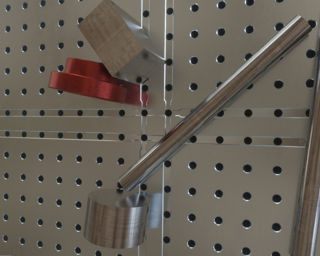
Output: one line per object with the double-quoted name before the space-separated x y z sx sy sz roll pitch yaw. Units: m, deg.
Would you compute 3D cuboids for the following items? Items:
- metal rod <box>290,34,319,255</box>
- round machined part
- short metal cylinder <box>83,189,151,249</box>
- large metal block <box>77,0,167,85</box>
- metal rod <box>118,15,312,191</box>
"metal rod" 0.179 0.009 0.349 0.025 0.025 0.298 7 92 19
"round machined part" -0.091 -0.063 0.405 0.098 0.098 0.042 13 92 19
"short metal cylinder" -0.055 0.114 0.402 0.080 0.080 0.050 9 93 19
"large metal block" -0.045 -0.107 0.398 0.050 0.080 0.080 -38 78 16
"metal rod" 0.058 -0.021 0.391 0.299 0.025 0.025 -43 77 14
